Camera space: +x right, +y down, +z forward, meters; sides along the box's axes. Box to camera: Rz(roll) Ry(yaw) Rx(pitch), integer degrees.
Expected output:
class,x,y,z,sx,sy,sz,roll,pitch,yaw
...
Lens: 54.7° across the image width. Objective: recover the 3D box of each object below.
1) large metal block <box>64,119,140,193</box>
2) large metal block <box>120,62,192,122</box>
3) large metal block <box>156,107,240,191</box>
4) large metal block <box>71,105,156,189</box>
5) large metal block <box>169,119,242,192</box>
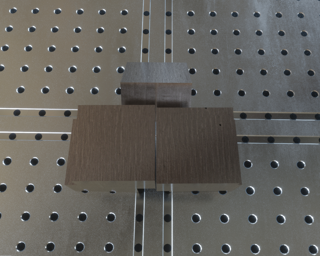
class,x,y,z,sx,sy,sz,roll,pitch,yaw
large metal block,-0.066,0.036,0.385,0.081,0.050,0.080,1,70,0
large metal block,-0.004,-0.048,0.394,0.081,0.050,0.080,0,28,-1
large metal block,0.036,0.024,0.335,0.081,0.050,0.080,0,70,-1
large metal block,-0.045,0.022,0.334,0.081,0.050,0.080,0,70,-1
large metal block,0.051,0.036,0.385,0.081,0.050,0.080,-1,70,-1
